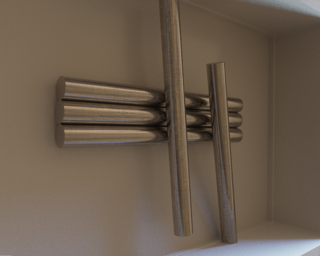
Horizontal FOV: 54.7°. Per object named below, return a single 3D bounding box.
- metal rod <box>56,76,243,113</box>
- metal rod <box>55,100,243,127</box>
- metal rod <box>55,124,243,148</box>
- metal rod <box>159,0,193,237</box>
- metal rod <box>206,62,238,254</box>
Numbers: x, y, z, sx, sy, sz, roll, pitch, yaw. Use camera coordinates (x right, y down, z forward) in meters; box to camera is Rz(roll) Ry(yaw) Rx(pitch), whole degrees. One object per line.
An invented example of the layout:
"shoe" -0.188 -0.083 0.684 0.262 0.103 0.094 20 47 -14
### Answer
"metal rod" 0.013 -0.039 0.418 0.302 0.025 0.025 1 90 -40
"metal rod" 0.012 -0.015 0.417 0.302 0.025 0.025 1 90 -40
"metal rod" 0.012 0.010 0.417 0.302 0.025 0.025 1 90 -40
"metal rod" 0.021 -0.013 0.391 0.025 0.025 0.298 -7 94 -40
"metal rod" 0.095 0.054 0.461 0.025 0.025 0.298 -20 110 -38
